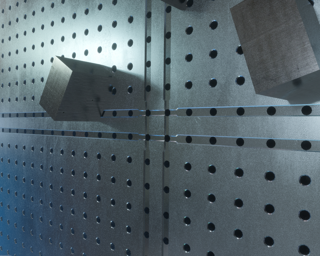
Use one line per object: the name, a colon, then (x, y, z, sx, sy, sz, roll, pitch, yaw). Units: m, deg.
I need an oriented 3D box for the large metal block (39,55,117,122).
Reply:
large metal block: (-0.125, -0.057, 0.474, 0.050, 0.081, 0.079, 40, 114, 32)

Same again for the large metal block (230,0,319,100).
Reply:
large metal block: (0.114, -0.073, 0.279, 0.050, 0.081, 0.080, -22, 76, 38)

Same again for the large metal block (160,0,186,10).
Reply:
large metal block: (0.004, -0.208, 0.388, 0.080, 0.050, 0.080, 43, 116, 31)
